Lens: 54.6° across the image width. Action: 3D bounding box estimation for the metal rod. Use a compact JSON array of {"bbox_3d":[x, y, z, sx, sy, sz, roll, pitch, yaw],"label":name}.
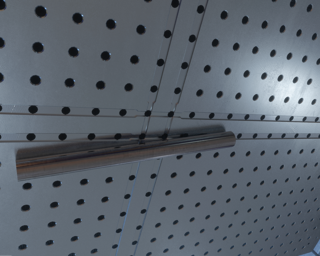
[{"bbox_3d":[-0.027,0.033,0.416,0.302,0.025,0.025,-7,121,-25],"label":"metal rod"}]
